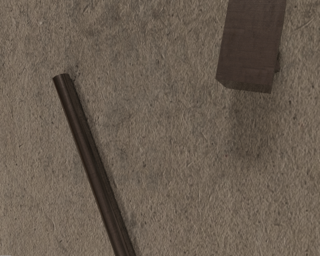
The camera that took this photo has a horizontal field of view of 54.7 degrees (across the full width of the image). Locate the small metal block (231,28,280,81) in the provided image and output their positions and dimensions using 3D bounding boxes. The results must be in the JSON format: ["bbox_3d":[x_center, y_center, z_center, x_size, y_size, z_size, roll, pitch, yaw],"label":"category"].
[{"bbox_3d":[0.110,-0.083,0.370,0.050,0.025,0.050,-19,84,18],"label":"small metal block"}]

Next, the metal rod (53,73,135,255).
[{"bbox_3d":[-0.092,0.063,0.440,0.025,0.025,0.299,-24,82,18],"label":"metal rod"}]

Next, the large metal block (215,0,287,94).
[{"bbox_3d":[0.095,-0.082,0.319,0.050,0.080,0.079,10,94,19],"label":"large metal block"}]
